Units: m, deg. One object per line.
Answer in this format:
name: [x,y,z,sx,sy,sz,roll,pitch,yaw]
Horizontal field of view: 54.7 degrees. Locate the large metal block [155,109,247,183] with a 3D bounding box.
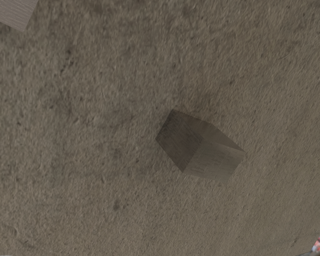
large metal block: [0.053,0.024,0.417,0.081,0.080,0.050,18,109,-36]

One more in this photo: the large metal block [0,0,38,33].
large metal block: [-0.131,-0.134,0.237,0.080,0.050,0.080,22,107,-37]
